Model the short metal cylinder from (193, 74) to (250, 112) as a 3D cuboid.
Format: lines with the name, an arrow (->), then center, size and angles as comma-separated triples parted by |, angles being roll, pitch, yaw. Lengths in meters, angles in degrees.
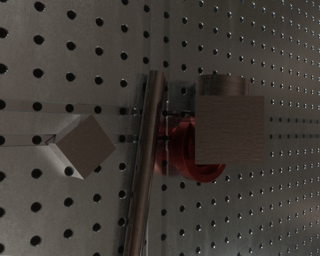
short metal cylinder -> 0.088, -0.043, 0.449 | 0.081, 0.080, 0.050 | 9, 85, -40

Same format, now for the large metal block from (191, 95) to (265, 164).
large metal block -> 0.081, 0.002, 0.383 | 0.081, 0.050, 0.079 | 0, 90, 0

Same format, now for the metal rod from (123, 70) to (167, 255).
metal rod -> -0.023, 0.075, 0.391 | 0.025, 0.025, 0.298 | 13, 82, -40

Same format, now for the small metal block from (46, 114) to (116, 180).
small metal block -> -0.085, 0.020, 0.340 | 0.050, 0.025, 0.050 | -46, 118, -30

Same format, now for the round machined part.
round machined part -> 0.053, 0.027, 0.445 | 0.099, 0.042, 0.097 | 0, 90, -40
